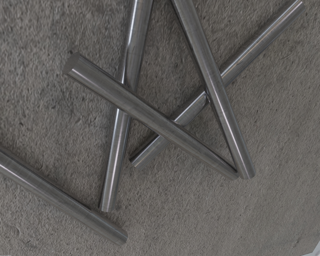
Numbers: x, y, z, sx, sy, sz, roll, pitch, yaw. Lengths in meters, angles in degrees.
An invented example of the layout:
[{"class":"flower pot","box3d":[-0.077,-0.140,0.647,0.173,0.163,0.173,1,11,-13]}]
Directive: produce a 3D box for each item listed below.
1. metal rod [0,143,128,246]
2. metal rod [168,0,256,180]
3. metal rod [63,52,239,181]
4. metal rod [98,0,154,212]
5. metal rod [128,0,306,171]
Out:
[{"class":"metal rod","box3d":[-0.133,0.080,0.383,0.025,0.025,0.300,-40,130,-1]},{"class":"metal rod","box3d":[0.068,-0.048,0.383,0.025,0.025,0.299,-32,120,-8]},{"class":"metal rod","box3d":[0.015,0.004,0.383,0.301,0.025,0.025,34,99,-39]},{"class":"metal rod","box3d":[-0.044,-0.022,0.368,0.025,0.025,0.298,-1,119,-28]},{"class":"metal rod","box3d":[0.073,-0.056,0.411,0.300,0.025,0.025,-44,129,3]}]
